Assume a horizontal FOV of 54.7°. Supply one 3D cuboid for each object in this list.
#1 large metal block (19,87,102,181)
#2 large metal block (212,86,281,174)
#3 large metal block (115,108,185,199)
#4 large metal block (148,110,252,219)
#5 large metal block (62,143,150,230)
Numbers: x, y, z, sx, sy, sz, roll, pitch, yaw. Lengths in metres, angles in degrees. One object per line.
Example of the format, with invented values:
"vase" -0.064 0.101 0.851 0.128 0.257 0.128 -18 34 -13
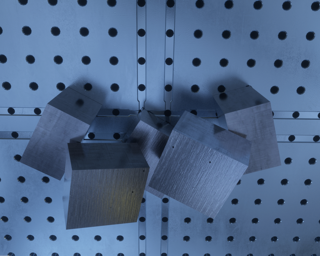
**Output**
"large metal block" -0.119 0.004 0.383 0.050 0.080 0.080 28 107 -10
"large metal block" 0.105 0.000 0.385 0.050 0.080 0.080 -15 110 5
"large metal block" -0.011 0.033 0.411 0.080 0.050 0.080 31 107 -11
"large metal block" 0.043 0.040 0.341 0.080 0.050 0.079 26 122 6
"large metal block" -0.064 0.064 0.353 0.081 0.050 0.079 1 119 -23
